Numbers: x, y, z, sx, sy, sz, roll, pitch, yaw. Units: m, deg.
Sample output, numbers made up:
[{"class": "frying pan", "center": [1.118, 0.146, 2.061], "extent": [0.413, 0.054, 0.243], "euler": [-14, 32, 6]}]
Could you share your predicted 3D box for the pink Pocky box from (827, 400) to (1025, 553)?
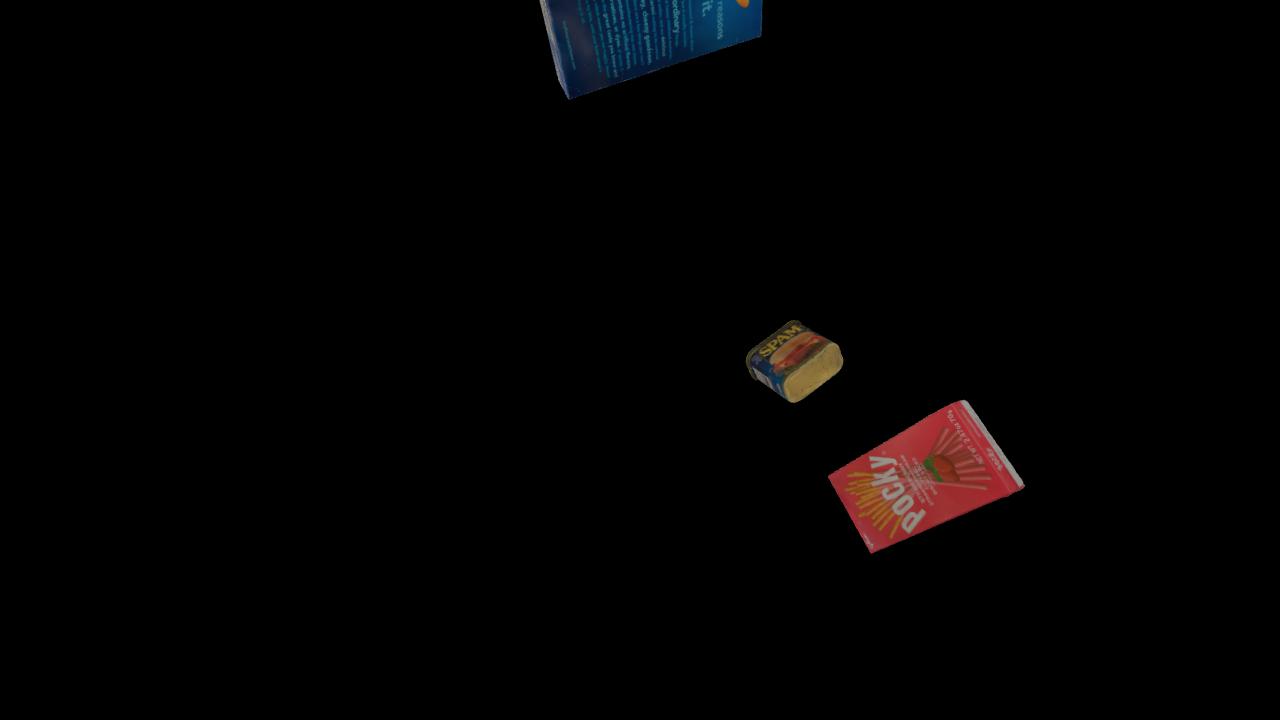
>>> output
[{"class": "pink Pocky box", "center": [0.249, 0.110, 0.556], "extent": [0.029, 0.084, 0.155], "euler": [-7, -28, -37]}]

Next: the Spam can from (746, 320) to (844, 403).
[{"class": "Spam can", "center": [0.212, 0.002, 0.844], "extent": [0.101, 0.058, 0.085], "euler": [-36, 35, -8]}]

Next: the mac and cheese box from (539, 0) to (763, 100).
[{"class": "mac and cheese box", "center": [0.012, -0.295, 0.514], "extent": [0.184, 0.041, 0.093], "euler": [-21, -36, -6]}]
